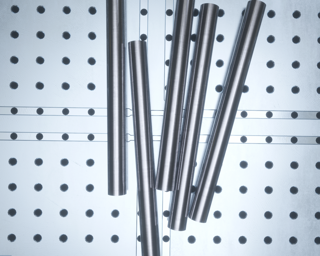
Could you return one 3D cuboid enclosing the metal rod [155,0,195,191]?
[{"bbox_3d":[0.023,-0.068,0.408,0.025,0.025,0.298,7,88,-1],"label":"metal rod"}]

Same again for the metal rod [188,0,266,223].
[{"bbox_3d":[0.090,-0.022,0.414,0.025,0.025,0.298,16,90,-1],"label":"metal rod"}]

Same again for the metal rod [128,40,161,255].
[{"bbox_3d":[-0.021,0.035,0.413,0.025,0.025,0.298,-4,90,-1],"label":"metal rod"}]

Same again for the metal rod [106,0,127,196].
[{"bbox_3d":[-0.058,-0.061,0.412,0.025,0.025,0.298,-1,90,-1],"label":"metal rod"}]

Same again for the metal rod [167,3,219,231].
[{"bbox_3d":[0.044,-0.014,0.413,0.025,0.025,0.298,9,90,-1],"label":"metal rod"}]
